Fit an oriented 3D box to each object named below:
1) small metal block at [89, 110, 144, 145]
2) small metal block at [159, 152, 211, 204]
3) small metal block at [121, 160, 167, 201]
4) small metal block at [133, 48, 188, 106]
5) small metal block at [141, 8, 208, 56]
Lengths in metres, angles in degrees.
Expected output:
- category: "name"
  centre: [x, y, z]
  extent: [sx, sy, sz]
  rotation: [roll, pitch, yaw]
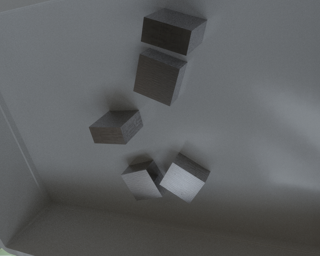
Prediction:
- category: "small metal block"
  centre: [-0.058, -0.002, 0.420]
  extent: [0.050, 0.050, 0.025]
  rotation: [1, 119, 27]
- category: "small metal block"
  centre: [0.034, 0.070, 0.433]
  extent: [0.050, 0.025, 0.050]
  rotation: [32, 128, 7]
- category: "small metal block"
  centre: [-0.023, 0.080, 0.469]
  extent: [0.050, 0.025, 0.050]
  rotation: [-18, 110, 34]
- category: "small metal block"
  centre: [0.000, -0.061, 0.370]
  extent: [0.050, 0.025, 0.050]
  rotation: [24, 127, 13]
- category: "small metal block"
  centre: [0.015, -0.101, 0.321]
  extent: [0.050, 0.050, 0.025]
  rotation: [21, 126, 15]
